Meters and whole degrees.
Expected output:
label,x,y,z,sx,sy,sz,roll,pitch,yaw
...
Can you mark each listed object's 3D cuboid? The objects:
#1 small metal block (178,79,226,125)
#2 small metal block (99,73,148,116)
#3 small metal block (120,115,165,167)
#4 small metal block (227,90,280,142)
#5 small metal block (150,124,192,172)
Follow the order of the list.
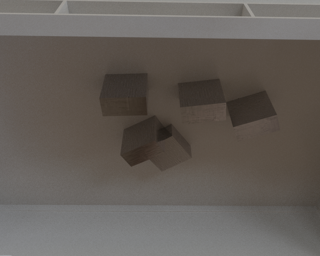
label,x,y,z,sx,sy,sz,roll,pitch,yaw
small metal block,0.049,-0.032,0.366,0.050,0.050,0.025,-6,130,4
small metal block,-0.040,-0.039,0.359,0.050,0.050,0.025,-1,130,1
small metal block,-0.022,0.017,0.406,0.050,0.050,0.025,-24,126,19
small metal block,0.113,-0.015,0.381,0.050,0.050,0.025,-17,128,13
small metal block,0.009,0.028,0.433,0.050,0.025,0.050,-27,125,21
